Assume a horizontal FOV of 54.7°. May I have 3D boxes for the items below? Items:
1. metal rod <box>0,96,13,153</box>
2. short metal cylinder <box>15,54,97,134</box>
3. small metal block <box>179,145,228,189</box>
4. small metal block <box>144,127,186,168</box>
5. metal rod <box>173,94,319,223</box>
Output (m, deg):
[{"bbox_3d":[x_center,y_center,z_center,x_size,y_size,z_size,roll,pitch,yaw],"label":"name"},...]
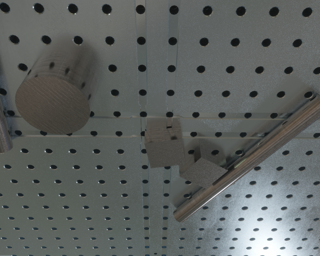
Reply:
[{"bbox_3d":[-0.201,-0.087,0.335,0.025,0.025,0.298,5,130,-4],"label":"metal rod"},{"bbox_3d":[-0.118,-0.039,0.361,0.081,0.050,0.079,0,130,0],"label":"short metal cylinder"},{"bbox_3d":[0.064,0.059,0.462,0.050,0.025,0.050,27,125,-22],"label":"small metal block"},{"bbox_3d":[0.008,0.028,0.436,0.050,0.025,0.050,-7,130,5],"label":"small metal block"},{"bbox_3d":[0.119,0.061,0.464,0.025,0.025,0.298,28,125,-22],"label":"metal rod"}]
